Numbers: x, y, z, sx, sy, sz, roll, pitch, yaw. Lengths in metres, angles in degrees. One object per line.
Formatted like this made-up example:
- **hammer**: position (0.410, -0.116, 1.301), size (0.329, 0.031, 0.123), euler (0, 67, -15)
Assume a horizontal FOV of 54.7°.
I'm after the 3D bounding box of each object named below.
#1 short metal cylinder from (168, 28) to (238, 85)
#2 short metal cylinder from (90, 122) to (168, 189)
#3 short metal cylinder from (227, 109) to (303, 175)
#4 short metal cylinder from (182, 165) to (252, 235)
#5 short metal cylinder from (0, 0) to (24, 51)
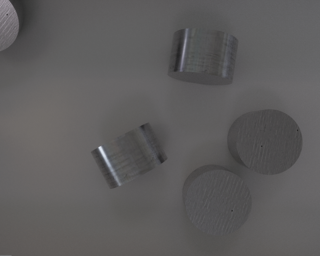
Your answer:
- **short metal cylinder**: position (0.053, -0.085, 0.384), size (0.080, 0.080, 0.050), euler (8, 90, 0)
- **short metal cylinder**: position (-0.038, 0.033, 0.383), size (0.080, 0.080, 0.050), euler (-27, 90, 0)
- **short metal cylinder**: position (0.133, 0.017, 0.400), size (0.081, 0.050, 0.080), euler (0, 90, 0)
- **short metal cylinder**: position (0.071, 0.090, 0.399), size (0.081, 0.050, 0.080), euler (0, 90, 0)
- **short metal cylinder**: position (-0.213, -0.138, 0.379), size (0.081, 0.050, 0.079), euler (-7, 123, -12)
